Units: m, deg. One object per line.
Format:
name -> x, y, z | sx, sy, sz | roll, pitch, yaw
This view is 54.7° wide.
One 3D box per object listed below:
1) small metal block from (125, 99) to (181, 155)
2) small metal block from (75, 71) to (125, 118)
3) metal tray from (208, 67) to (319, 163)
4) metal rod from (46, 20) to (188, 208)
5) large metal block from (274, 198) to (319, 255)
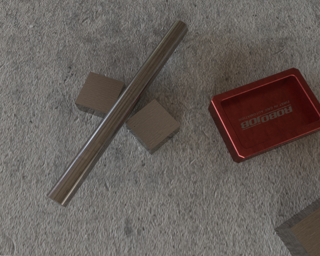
small metal block -> -0.009, -0.001, 0.409 | 0.050, 0.025, 0.050 | -40, 75, -14
small metal block -> -0.080, -0.043, 0.423 | 0.050, 0.025, 0.050 | 19, 71, 6
metal tray -> 0.142, -0.018, 0.413 | 0.131, 0.030, 0.090 | -20, 71, -8
metal rod -> -0.042, -0.035, 0.403 | 0.025, 0.025, 0.300 | 28, 66, 9
large metal block -> 0.195, 0.128, 0.350 | 0.080, 0.050, 0.080 | -30, 73, -11
